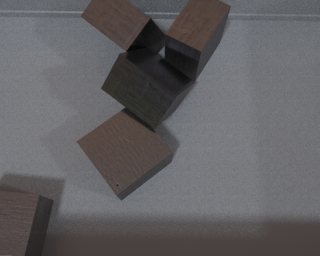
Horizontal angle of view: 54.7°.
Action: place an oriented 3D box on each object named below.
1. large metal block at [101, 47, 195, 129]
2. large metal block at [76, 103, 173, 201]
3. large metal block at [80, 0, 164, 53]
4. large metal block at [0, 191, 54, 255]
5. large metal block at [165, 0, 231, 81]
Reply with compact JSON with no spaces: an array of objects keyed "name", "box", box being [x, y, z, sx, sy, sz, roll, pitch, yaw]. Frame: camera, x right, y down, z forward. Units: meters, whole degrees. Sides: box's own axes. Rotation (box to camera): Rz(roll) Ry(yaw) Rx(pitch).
[{"name":"large metal block","box":[-0.012,-0.054,0.389,0.080,0.080,0.050,37,117,5]},{"name":"large metal block","box":[-0.041,0.030,0.385,0.080,0.050,0.080,-37,74,-12]},{"name":"large metal block","box":[-0.046,-0.137,0.423,0.080,0.080,0.050,39,98,13]},{"name":"large metal block","box":[-0.178,0.116,0.353,0.080,0.050,0.080,6,70,2]},{"name":"large metal block","box":[0.049,-0.122,0.425,0.050,0.080,0.080,29,73,10]}]
